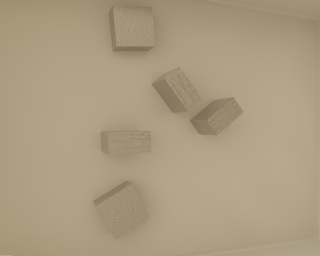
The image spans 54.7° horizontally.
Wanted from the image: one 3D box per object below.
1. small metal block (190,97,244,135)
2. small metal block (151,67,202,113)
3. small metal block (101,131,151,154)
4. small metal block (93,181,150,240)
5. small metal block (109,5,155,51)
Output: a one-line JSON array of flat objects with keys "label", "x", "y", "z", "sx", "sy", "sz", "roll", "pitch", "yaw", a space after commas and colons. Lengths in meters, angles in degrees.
[{"label": "small metal block", "x": 0.077, "y": -0.016, "z": 0.425, "sx": 0.050, "sy": 0.050, "sz": 0.025, "roll": -39, "pitch": 103, "yaw": -16}, {"label": "small metal block", "x": 0.021, "y": -0.048, "z": 0.405, "sx": 0.025, "sy": 0.050, "sz": 0.050, "roll": -40, "pitch": 103, "yaw": -15}, {"label": "small metal block", "x": -0.043, "y": 0.017, "z": 0.381, "sx": 0.050, "sy": 0.050, "sz": 0.025, "roll": -1, "pitch": 91, "yaw": -20}, {"label": "small metal block", "x": -0.049, "y": 0.103, "z": 0.393, "sx": 0.050, "sy": 0.025, "sz": 0.050, "roll": -30, "pitch": 100, "yaw": -18}, {"label": "small metal block", "x": -0.036, "y": -0.127, "z": 0.397, "sx": 0.050, "sy": 0.025, "sz": 0.050, "roll": -6, "pitch": 92, "yaw": -20}]
